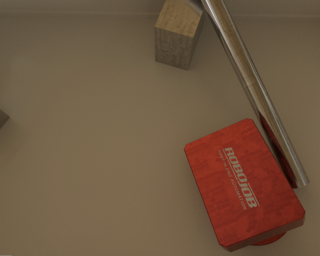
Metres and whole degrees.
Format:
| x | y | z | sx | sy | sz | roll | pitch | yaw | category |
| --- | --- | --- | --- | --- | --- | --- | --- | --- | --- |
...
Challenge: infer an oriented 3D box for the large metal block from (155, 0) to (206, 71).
| x | y | z | sx | sy | sz | roll | pitch | yaw | category |
| --- | --- | --- | --- | --- | --- | --- | --- | --- | --- |
| 0.030 | -0.140 | 0.432 | 0.050 | 0.080 | 0.080 | 18 | 71 | 6 | large metal block |

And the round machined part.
| x | y | z | sx | sy | sz | roll | pitch | yaw | category |
| --- | --- | --- | --- | --- | --- | --- | --- | --- | --- |
| 0.112 | 0.088 | 0.370 | 0.099 | 0.042 | 0.098 | 0 | 70 | -1 | round machined part |

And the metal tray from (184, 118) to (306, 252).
| x | y | z | sx | sy | sz | roll | pitch | yaw | category |
| --- | --- | --- | --- | --- | --- | --- | --- | --- | --- |
| 0.090 | 0.061 | 0.353 | 0.090 | 0.030 | 0.130 | -24 | 53 | 8 | metal tray |

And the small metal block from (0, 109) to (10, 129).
| x | y | z | sx | sy | sz | roll | pitch | yaw | category |
| --- | --- | --- | --- | --- | --- | --- | --- | --- | --- |
| -0.230 | -0.009 | 0.397 | 0.025 | 0.050 | 0.050 | 28 | 72 | 9 | small metal block |

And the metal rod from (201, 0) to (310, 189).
| x | y | z | sx | sy | sz | roll | pitch | yaw | category |
| --- | --- | --- | --- | --- | --- | --- | --- | --- | --- |
| 0.110 | -0.065 | 0.386 | 0.025 | 0.025 | 0.299 | -26 | 91 | -9 | metal rod |
